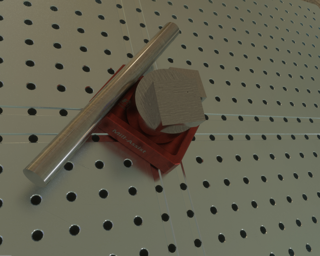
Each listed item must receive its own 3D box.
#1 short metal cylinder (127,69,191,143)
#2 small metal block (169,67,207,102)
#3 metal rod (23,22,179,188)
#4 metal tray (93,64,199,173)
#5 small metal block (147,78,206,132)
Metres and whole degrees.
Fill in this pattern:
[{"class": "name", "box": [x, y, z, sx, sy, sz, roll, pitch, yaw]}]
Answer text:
[{"class": "short metal cylinder", "box": [0.004, -0.025, 0.380, 0.081, 0.050, 0.080, 5, 73, -16]}, {"class": "small metal block", "box": [0.037, -0.061, 0.465, 0.050, 0.025, 0.050, 1, 61, -28]}, {"class": "metal rod", "box": [-0.048, -0.051, 0.374, 0.025, 0.025, 0.301, 37, 51, -4]}, {"class": "metal tray", "box": [-0.018, -0.014, 0.403, 0.130, 0.030, 0.090, 35, 51, -5]}, {"class": "small metal block", "box": [0.018, -0.026, 0.344, 0.050, 0.025, 0.050, -7, 77, -19]}]
